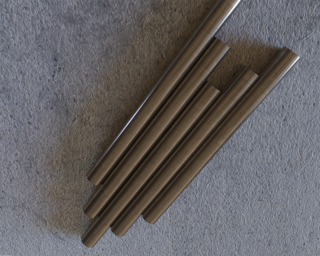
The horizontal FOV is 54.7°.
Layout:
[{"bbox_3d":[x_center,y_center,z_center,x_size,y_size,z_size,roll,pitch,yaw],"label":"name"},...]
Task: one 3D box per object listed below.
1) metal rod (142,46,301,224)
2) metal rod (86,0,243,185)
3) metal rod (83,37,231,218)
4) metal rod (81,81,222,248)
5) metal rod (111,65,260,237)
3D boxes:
[{"bbox_3d":[0.072,0.021,0.419,0.025,0.025,0.299,35,106,-12],"label":"metal rod"},{"bbox_3d":[-0.004,-0.041,0.396,0.025,0.025,0.299,35,106,-12],"label":"metal rod"},{"bbox_3d":[-0.013,0.010,0.415,0.025,0.025,0.299,35,106,-12],"label":"metal rod"},{"bbox_3d":[-0.021,0.060,0.433,0.025,0.025,0.299,35,106,-12],"label":"metal rod"},{"bbox_3d":[0.025,0.041,0.426,0.025,0.025,0.299,35,106,-12],"label":"metal rod"}]
